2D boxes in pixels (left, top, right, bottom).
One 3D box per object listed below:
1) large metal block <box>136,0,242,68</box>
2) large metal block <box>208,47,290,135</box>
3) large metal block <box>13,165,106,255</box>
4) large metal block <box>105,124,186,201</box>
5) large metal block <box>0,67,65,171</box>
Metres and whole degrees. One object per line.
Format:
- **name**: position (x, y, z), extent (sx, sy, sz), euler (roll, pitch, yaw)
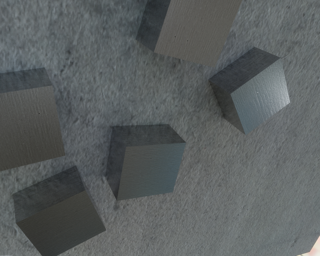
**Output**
- **large metal block**: position (0.030, -0.119, 0.335), extent (0.081, 0.050, 0.079), euler (6, 115, -32)
- **large metal block**: position (0.125, -0.051, 0.430), extent (0.080, 0.050, 0.080), euler (-36, 130, -5)
- **large metal block**: position (-0.124, 0.107, 0.390), extent (0.081, 0.050, 0.080), euler (-25, 128, -14)
- **large metal block**: position (-0.021, 0.043, 0.407), extent (0.081, 0.050, 0.079), euler (-2, 120, -28)
- **large metal block**: position (-0.145, -0.008, 0.307), extent (0.081, 0.050, 0.079), euler (-13, 124, -22)
